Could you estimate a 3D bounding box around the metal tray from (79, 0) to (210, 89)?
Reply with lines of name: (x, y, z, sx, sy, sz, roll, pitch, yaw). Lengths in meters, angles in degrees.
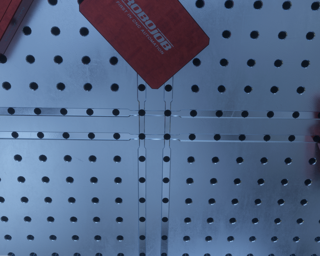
metal tray: (-0.016, -0.122, 0.366, 0.090, 0.030, 0.130, -40, 106, 13)

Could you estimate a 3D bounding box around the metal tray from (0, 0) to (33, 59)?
metal tray: (-0.207, -0.146, 0.353, 0.090, 0.030, 0.129, 34, 106, -12)

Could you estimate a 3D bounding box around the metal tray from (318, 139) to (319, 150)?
metal tray: (0.280, 0.064, 0.411, 0.090, 0.030, 0.129, -18, 84, 5)
